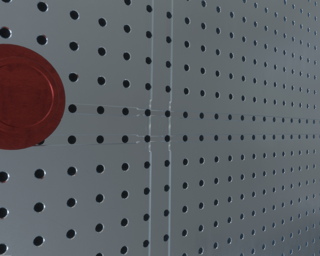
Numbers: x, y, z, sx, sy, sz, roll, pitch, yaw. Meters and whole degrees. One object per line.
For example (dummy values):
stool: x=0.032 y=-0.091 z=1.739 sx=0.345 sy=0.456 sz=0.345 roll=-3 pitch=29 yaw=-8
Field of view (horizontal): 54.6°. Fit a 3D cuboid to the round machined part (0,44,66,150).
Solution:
round machined part: x=-0.134 y=-0.028 z=0.285 sx=0.099 sy=0.042 sz=0.097 roll=0 pitch=90 yaw=-40
